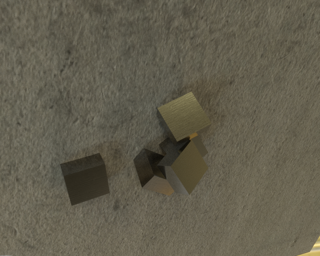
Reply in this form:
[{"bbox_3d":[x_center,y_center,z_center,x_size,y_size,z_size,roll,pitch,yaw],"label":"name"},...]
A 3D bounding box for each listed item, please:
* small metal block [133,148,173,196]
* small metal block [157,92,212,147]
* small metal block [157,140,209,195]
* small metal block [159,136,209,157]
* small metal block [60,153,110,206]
[{"bbox_3d":[-0.004,0.060,0.425,0.050,0.050,0.025,25,118,-37],"label":"small metal block"},{"bbox_3d":[0.030,-0.011,0.399,0.050,0.050,0.025,-27,164,-12],"label":"small metal block"},{"bbox_3d":[0.031,0.051,0.405,0.050,0.025,0.050,-48,117,-33],"label":"small metal block"},{"bbox_3d":[0.035,0.030,0.446,0.050,0.025,0.050,-38,130,-4],"label":"small metal block"},{"bbox_3d":[-0.095,0.065,0.396,0.050,0.025,0.050,-16,125,-20],"label":"small metal block"}]
